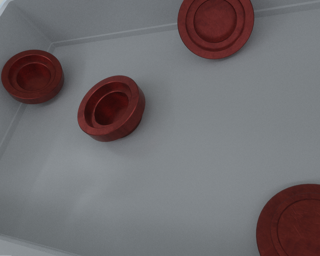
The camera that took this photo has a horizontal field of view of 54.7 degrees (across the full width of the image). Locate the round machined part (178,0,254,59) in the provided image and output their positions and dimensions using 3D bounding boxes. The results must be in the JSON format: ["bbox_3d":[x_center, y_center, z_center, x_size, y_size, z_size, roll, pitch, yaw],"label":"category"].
[{"bbox_3d":[0.075,-0.146,0.421,0.098,0.098,0.042,-19,19,16],"label":"round machined part"}]

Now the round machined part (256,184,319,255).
[{"bbox_3d":[0.133,0.095,0.267,0.098,0.042,0.098,-13,56,20],"label":"round machined part"}]

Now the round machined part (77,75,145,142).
[{"bbox_3d":[-0.064,-0.023,0.441,0.098,0.042,0.098,-13,56,20],"label":"round machined part"}]

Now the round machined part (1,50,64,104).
[{"bbox_3d":[-0.218,-0.084,0.540,0.099,0.042,0.098,2,67,-5],"label":"round machined part"}]
